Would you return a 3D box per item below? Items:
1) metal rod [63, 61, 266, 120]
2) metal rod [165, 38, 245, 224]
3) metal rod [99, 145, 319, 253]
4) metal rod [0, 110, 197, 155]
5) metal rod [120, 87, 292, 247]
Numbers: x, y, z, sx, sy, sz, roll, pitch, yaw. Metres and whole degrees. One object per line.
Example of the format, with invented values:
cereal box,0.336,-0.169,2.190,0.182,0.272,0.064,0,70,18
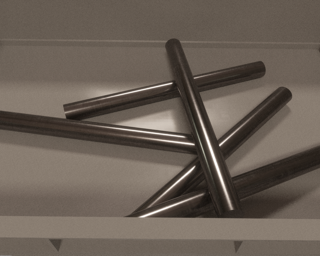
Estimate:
metal rod,0.015,-0.056,0.452,0.302,0.025,0.025,-14,52,-12
metal rod,0.042,-0.025,0.384,0.025,0.025,0.300,-6,45,-6
metal rod,0.085,0.064,0.334,0.302,0.025,0.025,-15,52,-20
metal rod,-0.097,0.003,0.400,0.302,0.025,0.025,7,50,5
metal rod,0.071,0.031,0.380,0.302,0.025,0.025,-36,59,-27
